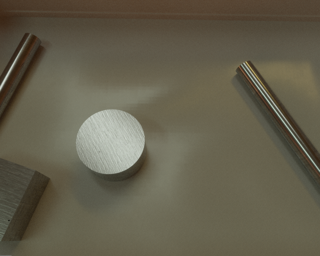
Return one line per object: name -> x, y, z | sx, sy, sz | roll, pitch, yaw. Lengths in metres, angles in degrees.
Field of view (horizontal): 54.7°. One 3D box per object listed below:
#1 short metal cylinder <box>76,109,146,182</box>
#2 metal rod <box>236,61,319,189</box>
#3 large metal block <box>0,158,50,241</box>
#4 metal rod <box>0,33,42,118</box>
short metal cylinder -> -0.058, 0.023, 0.387 | 0.081, 0.050, 0.080 | 0, 70, 0
metal rod -> 0.191, 0.035, 0.399 | 0.025, 0.025, 0.299 | -27, 73, -10
large metal block -> -0.192, 0.080, 0.365 | 0.080, 0.050, 0.080 | 18, 71, 6
metal rod -> -0.233, 0.002, 0.406 | 0.025, 0.025, 0.299 | 17, 71, 6
